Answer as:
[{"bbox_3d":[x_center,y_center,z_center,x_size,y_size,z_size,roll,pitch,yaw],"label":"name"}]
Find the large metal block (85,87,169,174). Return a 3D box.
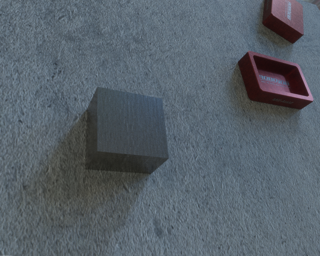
[{"bbox_3d":[-0.041,0.005,0.364,0.081,0.050,0.080,8,58,-24],"label":"large metal block"}]

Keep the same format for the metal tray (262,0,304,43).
[{"bbox_3d":[0.288,-0.265,0.721,0.090,0.030,0.130,27,52,-11],"label":"metal tray"}]

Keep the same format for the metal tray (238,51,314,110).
[{"bbox_3d":[0.213,-0.087,0.571,0.131,0.030,0.090,7,59,-25],"label":"metal tray"}]
